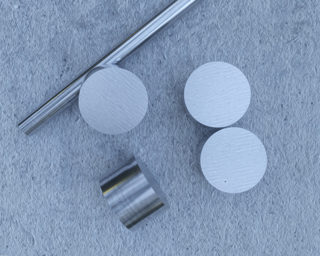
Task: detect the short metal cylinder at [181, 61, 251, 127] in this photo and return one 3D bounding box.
[{"bbox_3d":[0.069,-0.041,0.398,0.081,0.050,0.080,0,90,0],"label":"short metal cylinder"}]

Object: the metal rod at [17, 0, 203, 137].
[{"bbox_3d":[-0.061,-0.092,0.409,0.300,0.025,0.025,-38,90,0],"label":"metal rod"}]

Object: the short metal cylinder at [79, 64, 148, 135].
[{"bbox_3d":[-0.059,-0.037,0.385,0.081,0.050,0.079,-4,107,-12],"label":"short metal cylinder"}]

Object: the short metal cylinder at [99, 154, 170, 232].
[{"bbox_3d":[-0.031,0.078,0.382,0.050,0.080,0.080,-33,90,0],"label":"short metal cylinder"}]

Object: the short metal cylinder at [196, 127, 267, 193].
[{"bbox_3d":[0.089,0.039,0.398,0.081,0.050,0.080,0,90,0],"label":"short metal cylinder"}]
